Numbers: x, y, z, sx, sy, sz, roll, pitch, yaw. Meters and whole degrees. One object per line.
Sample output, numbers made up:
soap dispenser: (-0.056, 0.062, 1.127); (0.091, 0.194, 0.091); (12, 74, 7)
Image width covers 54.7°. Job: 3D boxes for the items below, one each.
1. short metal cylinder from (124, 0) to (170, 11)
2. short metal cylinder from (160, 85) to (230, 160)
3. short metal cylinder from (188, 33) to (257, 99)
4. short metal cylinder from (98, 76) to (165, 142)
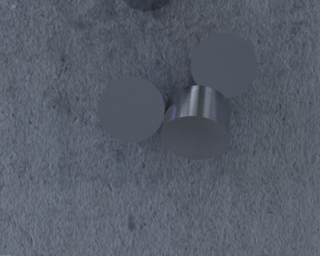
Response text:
short metal cylinder: (-0.018, -0.199, 0.397); (0.081, 0.050, 0.079); (0, 90, -1)
short metal cylinder: (0.044, -0.005, 0.376); (0.080, 0.079, 0.050); (11, 50, -1)
short metal cylinder: (0.077, -0.075, 0.399); (0.081, 0.050, 0.079); (0, 90, -1)
short metal cylinder: (-0.035, -0.023, 0.397); (0.081, 0.050, 0.079); (0, 90, -1)
